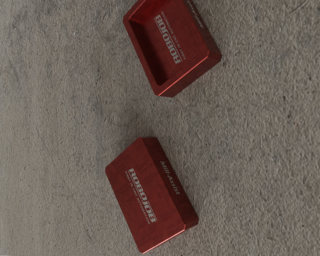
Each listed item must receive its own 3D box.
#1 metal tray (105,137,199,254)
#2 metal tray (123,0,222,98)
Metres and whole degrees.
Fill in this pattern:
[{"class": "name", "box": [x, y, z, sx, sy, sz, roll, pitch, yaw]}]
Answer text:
[{"class": "metal tray", "box": [-0.016, 0.088, 0.415, 0.090, 0.030, 0.130, -42, 65, 32]}, {"class": "metal tray", "box": [0.010, -0.115, 0.392, 0.090, 0.030, 0.130, -36, 68, 34]}]
